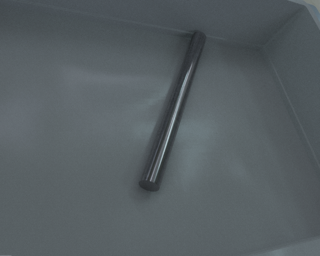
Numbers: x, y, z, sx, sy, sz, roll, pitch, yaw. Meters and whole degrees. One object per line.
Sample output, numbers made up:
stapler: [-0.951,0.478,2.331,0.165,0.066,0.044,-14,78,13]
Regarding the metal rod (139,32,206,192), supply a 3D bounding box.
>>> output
metal rod: [0.028,-0.045,0.449,0.025,0.025,0.300,28,52,-11]
